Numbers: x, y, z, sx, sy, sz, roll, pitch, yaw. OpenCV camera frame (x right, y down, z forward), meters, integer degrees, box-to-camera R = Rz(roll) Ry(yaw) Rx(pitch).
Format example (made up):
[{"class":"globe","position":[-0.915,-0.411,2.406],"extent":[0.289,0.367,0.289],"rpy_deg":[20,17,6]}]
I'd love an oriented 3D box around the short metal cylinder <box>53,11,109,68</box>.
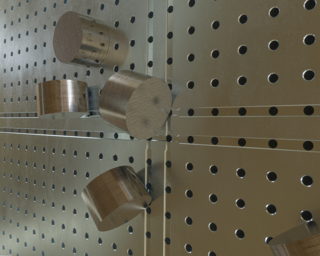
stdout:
[{"class":"short metal cylinder","position":[-0.128,-0.140,0.498],"extent":[0.080,0.050,0.080],"rpy_deg":[0,90,40]}]

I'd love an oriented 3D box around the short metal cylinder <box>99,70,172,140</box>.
[{"class":"short metal cylinder","position":[-0.030,-0.031,0.399],"extent":[0.050,0.081,0.079],"rpy_deg":[22,104,38]}]

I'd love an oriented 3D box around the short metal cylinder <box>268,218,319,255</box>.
[{"class":"short metal cylinder","position":[0.140,0.107,0.258],"extent":[0.080,0.081,0.050],"rpy_deg":[-35,69,34]}]

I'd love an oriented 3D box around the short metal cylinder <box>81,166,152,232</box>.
[{"class":"short metal cylinder","position":[-0.059,0.096,0.422],"extent":[0.080,0.081,0.050],"rpy_deg":[-51,60,28]}]

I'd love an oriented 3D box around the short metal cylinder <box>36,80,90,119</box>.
[{"class":"short metal cylinder","position":[-0.157,-0.044,0.503],"extent":[0.080,0.081,0.050],"rpy_deg":[-9,84,39]}]
